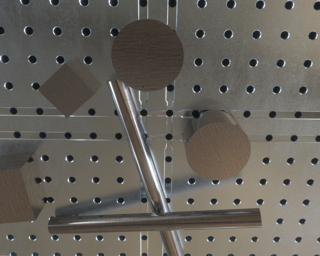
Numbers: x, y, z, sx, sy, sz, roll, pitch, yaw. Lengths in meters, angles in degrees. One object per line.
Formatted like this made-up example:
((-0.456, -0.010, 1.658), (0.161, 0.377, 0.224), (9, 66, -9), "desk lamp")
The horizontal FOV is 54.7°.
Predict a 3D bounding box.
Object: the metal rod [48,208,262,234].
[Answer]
((-0.015, 0.132, 0.436), (0.301, 0.025, 0.025), (-6, 110, 12), "metal rod")

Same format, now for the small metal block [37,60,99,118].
((-0.116, -0.049, 0.394), (0.050, 0.025, 0.050), (-39, 106, 13), "small metal block")

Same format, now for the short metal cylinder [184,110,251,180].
((0.073, 0.021, 0.408), (0.081, 0.050, 0.079), (0, 110, 0), "short metal cylinder")

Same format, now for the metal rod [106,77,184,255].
((-0.014, 0.072, 0.439), (0.025, 0.025, 0.298), (-15, 110, 5), "metal rod")

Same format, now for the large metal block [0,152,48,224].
((-0.212, 0.083, 0.429), (0.080, 0.050, 0.079), (-5, 110, 2), "large metal block")

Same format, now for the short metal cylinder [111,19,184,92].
((-0.014, -0.088, 0.367), (0.081, 0.050, 0.079), (0, 110, 0), "short metal cylinder")
